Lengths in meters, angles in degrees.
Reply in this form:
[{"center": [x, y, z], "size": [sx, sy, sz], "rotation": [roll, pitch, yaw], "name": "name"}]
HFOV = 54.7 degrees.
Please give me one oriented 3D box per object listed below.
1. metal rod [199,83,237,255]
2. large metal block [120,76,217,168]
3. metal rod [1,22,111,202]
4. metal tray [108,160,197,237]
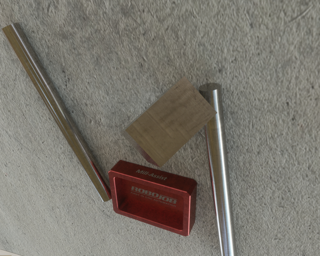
[{"center": [0.082, 0.084, 0.414], "size": [0.025, 0.025, 0.298], "rotation": [3, 120, 26], "name": "metal rod"}, {"center": [0.005, -0.005, 0.343], "size": [0.050, 0.080, 0.080], "rotation": [48, 170, -6], "name": "large metal block"}, {"center": [-0.147, -0.012, 0.474], "size": [0.025, 0.025, 0.299], "rotation": [-12, 112, 33], "name": "metal rod"}, {"center": [-0.012, 0.106, 0.473], "size": [0.130, 0.030, 0.089], "rotation": [12, 124, 21], "name": "metal tray"}]
